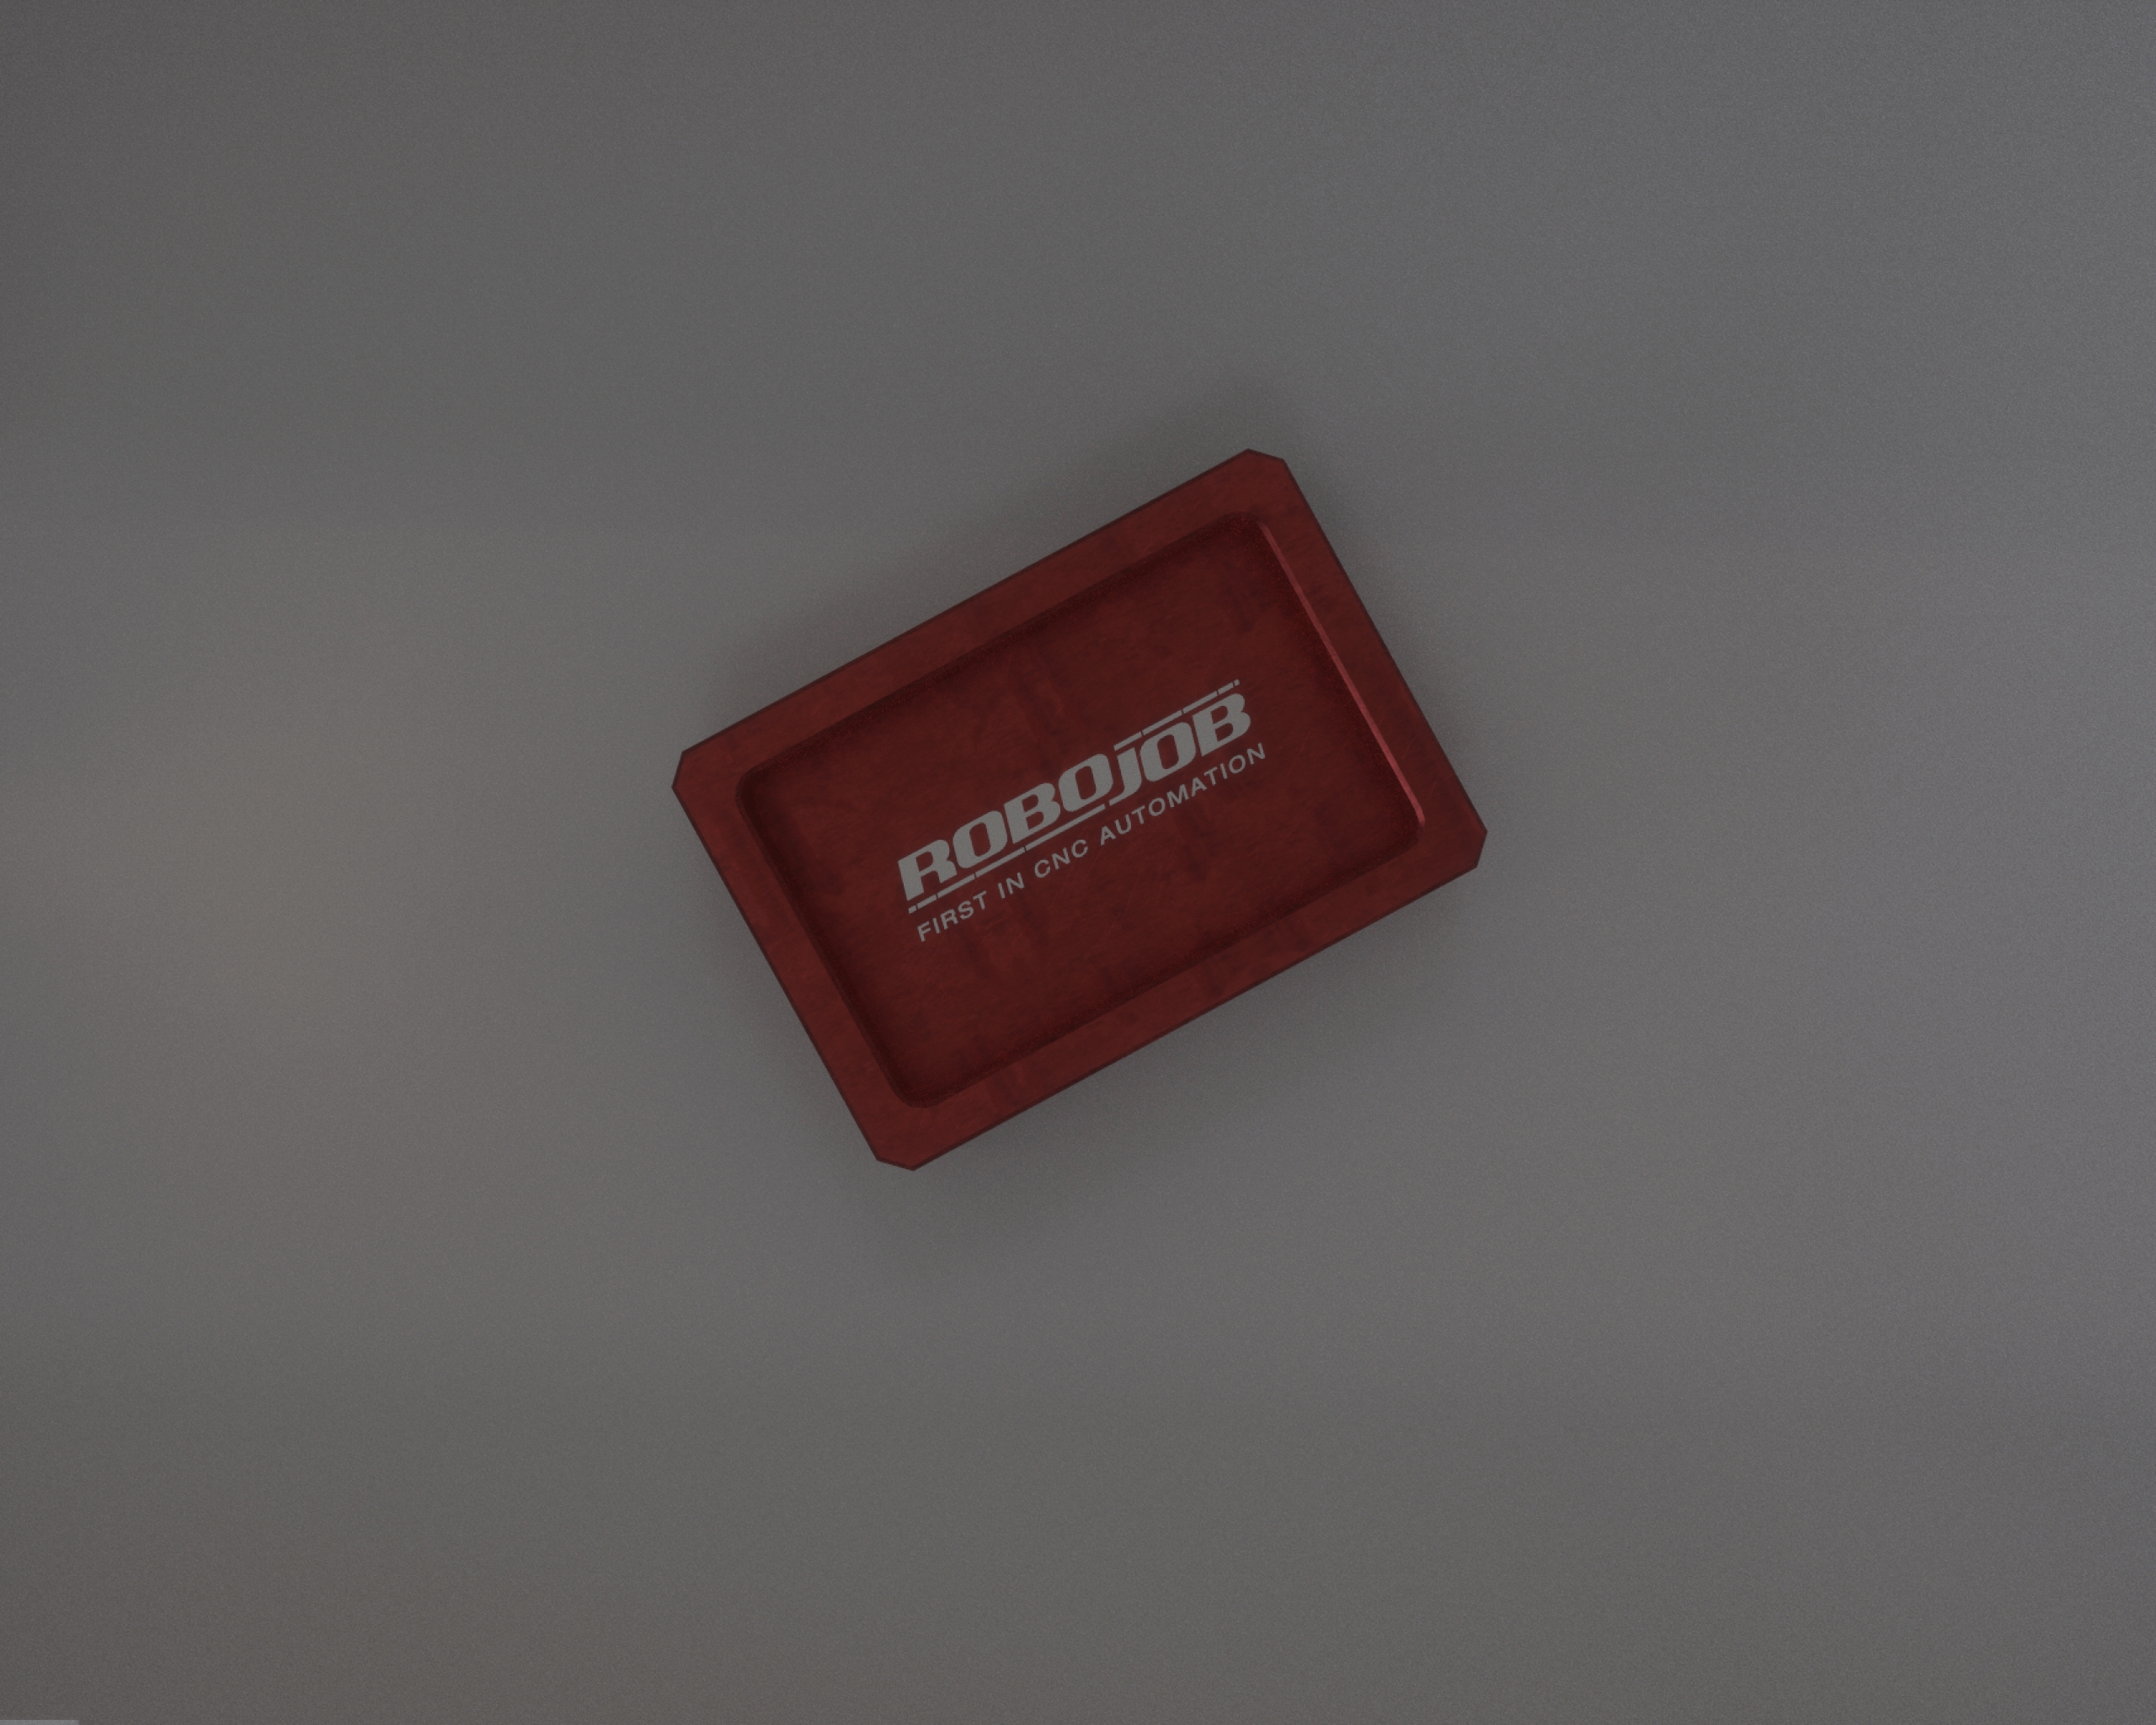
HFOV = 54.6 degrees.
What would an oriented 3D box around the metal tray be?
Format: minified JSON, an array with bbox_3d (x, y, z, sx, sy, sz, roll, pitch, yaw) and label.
[{"bbox_3d":[0.000,-0.010,0.406,0.130,0.030,0.090,-28,90,-1],"label":"metal tray"}]
